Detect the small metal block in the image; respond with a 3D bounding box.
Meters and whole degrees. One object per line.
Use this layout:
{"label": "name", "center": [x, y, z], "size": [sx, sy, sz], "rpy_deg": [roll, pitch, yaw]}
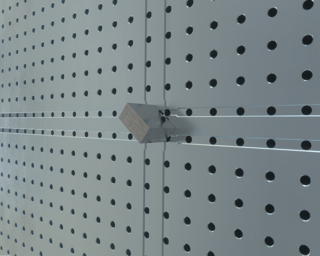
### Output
{"label": "small metal block", "center": [-0.017, -0.007, 0.405], "size": [0.050, 0.050, 0.025], "rpy_deg": [47, 118, 29]}
